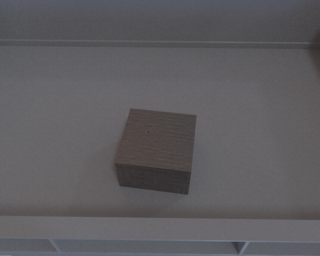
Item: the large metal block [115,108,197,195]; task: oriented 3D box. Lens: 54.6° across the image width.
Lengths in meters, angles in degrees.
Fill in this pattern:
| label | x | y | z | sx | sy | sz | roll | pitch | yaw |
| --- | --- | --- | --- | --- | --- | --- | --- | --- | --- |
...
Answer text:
| label | x | y | z | sx | sy | sz | roll | pitch | yaw |
| --- | --- | --- | --- | --- | --- | --- | --- | --- | --- |
| large metal block | -0.002 | 0.026 | 0.367 | 0.080 | 0.050 | 0.080 | 6 | 50 | 5 |
